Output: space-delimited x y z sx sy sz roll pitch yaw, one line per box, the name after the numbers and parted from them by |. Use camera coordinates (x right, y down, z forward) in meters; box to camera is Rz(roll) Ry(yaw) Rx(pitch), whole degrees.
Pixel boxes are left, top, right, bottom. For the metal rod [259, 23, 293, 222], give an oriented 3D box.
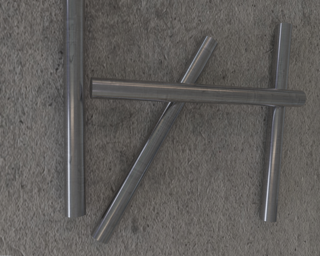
0.177 -0.009 0.474 0.025 0.025 0.298 6 88 -20 | metal rod

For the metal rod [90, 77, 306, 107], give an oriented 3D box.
0.064 -0.044 0.404 0.302 0.025 0.025 1 90 -20 | metal rod

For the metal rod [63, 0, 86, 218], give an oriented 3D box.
-0.102 -0.045 0.371 0.025 0.025 0.298 0 90 -20 | metal rod

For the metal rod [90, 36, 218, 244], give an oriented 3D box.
-0.002 0.008 0.407 0.025 0.025 0.300 33 79 -17 | metal rod
